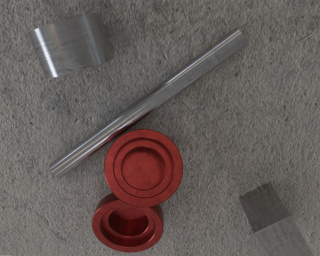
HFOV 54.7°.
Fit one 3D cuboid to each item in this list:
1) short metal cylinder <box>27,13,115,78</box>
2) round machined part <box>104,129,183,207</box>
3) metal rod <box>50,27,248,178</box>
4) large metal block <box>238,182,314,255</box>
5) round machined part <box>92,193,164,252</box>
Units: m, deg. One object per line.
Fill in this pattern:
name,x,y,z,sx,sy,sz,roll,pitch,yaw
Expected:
short metal cylinder,-0.097,-0.092,0.345,0.080,0.080,0.050,-14,110,5
round machined part,-0.023,0.053,0.404,0.099,0.042,0.098,2,74,-9
metal rod,-0.023,-0.025,0.400,0.300,0.025,0.025,-35,107,12
large metal block,0.160,0.137,0.432,0.050,0.080,0.080,-31,108,10
round machined part,-0.044,0.127,0.443,0.099,0.042,0.097,1,117,2
